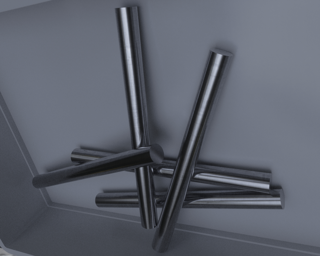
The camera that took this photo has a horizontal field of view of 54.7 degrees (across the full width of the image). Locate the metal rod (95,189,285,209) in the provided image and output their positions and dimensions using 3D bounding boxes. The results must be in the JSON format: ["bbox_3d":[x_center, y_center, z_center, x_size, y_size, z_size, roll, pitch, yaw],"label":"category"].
[{"bbox_3d":[0.024,0.106,0.458,0.300,0.025,0.025,-8,114,31],"label":"metal rod"}]

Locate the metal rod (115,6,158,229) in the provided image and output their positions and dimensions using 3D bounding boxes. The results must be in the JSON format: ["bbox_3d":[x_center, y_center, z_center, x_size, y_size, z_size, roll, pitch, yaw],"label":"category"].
[{"bbox_3d":[-0.026,0.004,0.399,0.025,0.025,0.298,6,115,24],"label":"metal rod"}]

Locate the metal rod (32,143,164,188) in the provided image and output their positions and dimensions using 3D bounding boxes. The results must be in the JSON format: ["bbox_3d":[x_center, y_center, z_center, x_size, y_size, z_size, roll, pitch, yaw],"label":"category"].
[{"bbox_3d":[-0.113,0.065,0.472,0.299,0.025,0.025,-17,110,40],"label":"metal rod"}]

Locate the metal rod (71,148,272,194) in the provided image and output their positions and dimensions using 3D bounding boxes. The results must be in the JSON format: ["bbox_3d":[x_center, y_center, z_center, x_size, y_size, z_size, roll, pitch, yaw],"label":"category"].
[{"bbox_3d":[-0.001,0.056,0.441,0.301,0.025,0.025,5,121,25],"label":"metal rod"}]

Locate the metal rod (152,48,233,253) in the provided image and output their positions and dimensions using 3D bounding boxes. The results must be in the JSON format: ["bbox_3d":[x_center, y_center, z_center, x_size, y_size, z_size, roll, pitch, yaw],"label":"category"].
[{"bbox_3d":[0.032,0.048,0.393,0.025,0.025,0.298,22,119,14],"label":"metal rod"}]
